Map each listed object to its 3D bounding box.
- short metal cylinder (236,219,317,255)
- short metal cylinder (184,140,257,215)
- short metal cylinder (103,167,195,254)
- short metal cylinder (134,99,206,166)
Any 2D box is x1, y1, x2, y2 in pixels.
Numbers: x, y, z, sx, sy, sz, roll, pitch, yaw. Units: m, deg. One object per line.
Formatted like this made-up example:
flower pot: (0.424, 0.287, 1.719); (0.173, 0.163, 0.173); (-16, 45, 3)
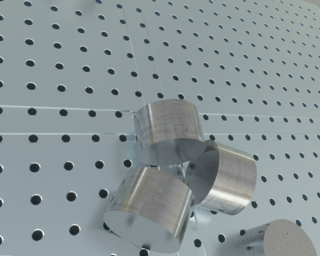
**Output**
short metal cylinder: (0.140, 0.156, 0.372); (0.081, 0.050, 0.080); (14, 56, -21)
short metal cylinder: (0.070, 0.060, 0.374); (0.050, 0.080, 0.080); (20, 54, -17)
short metal cylinder: (-0.010, 0.085, 0.316); (0.080, 0.080, 0.050); (32, 52, -8)
short metal cylinder: (0.011, 0.008, 0.374); (0.081, 0.080, 0.050); (5, 60, -26)
